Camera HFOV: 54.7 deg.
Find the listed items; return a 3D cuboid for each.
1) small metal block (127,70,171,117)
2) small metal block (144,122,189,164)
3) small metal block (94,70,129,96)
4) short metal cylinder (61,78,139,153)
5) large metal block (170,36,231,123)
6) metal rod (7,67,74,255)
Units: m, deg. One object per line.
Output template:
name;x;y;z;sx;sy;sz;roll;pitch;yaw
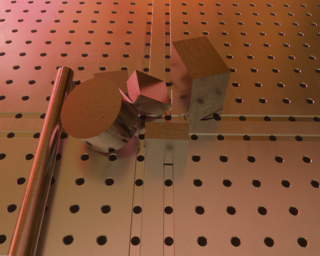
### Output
small metal block;-0.016;-0.048;0.433;0.050;0.025;0.050;17;42;-32
small metal block;0.008;0.019;0.376;0.050;0.050;0.025;2;50;1
small metal block;-0.069;-0.057;0.455;0.050;0.025;0.050;-8;51;-7
short metal cylinder;-0.073;-0.015;0.384;0.080;0.050;0.080;-8;65;17
large metal block;0.051;-0.067;0.429;0.050;0.080;0.080;-13;52;-11
metal rod;-0.139;0.030;0.380;0.025;0.025;0.300;-1;50;-2
